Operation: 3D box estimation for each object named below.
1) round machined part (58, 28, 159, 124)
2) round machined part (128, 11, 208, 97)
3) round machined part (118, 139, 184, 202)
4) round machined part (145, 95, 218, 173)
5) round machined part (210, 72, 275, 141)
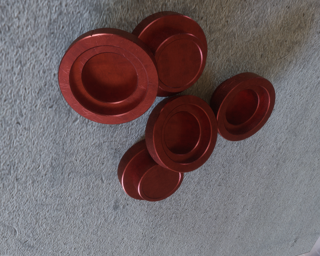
[{"bbox_3d":[-0.051,-0.056,0.322,0.099,0.042,0.097,-2,123,-3],"label":"round machined part"},{"bbox_3d":[0.013,-0.080,0.356,0.099,0.042,0.097,-14,125,-21],"label":"round machined part"},{"bbox_3d":[-0.006,0.064,0.434,0.099,0.042,0.097,-14,125,-21],"label":"round machined part"},{"bbox_3d":[0.024,0.006,0.402,0.099,0.042,0.097,-4,97,-31],"label":"round machined part"},{"bbox_3d":[0.111,-0.033,0.439,0.099,0.042,0.097,-14,125,-21],"label":"round machined part"}]
